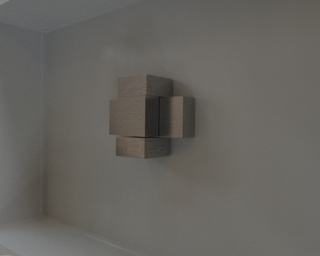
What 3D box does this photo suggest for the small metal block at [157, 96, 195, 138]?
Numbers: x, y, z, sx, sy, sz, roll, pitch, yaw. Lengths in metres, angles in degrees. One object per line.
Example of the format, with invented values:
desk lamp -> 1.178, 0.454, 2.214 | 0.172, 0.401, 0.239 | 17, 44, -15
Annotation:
small metal block -> 0.016, -0.013, 0.392 | 0.050, 0.025, 0.050 | 1, 91, 39

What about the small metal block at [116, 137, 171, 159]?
small metal block -> -0.022, 0.024, 0.404 | 0.050, 0.050, 0.025 | 1, 91, 40

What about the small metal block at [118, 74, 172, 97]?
small metal block -> -0.019, -0.052, 0.404 | 0.050, 0.050, 0.025 | 1, 91, 40

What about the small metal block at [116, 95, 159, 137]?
small metal block -> -0.029, -0.015, 0.395 | 0.050, 0.025, 0.050 | 1, 91, 39

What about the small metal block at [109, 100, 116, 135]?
small metal block -> -0.046, -0.015, 0.442 | 0.050, 0.025, 0.050 | 1, 91, 40
